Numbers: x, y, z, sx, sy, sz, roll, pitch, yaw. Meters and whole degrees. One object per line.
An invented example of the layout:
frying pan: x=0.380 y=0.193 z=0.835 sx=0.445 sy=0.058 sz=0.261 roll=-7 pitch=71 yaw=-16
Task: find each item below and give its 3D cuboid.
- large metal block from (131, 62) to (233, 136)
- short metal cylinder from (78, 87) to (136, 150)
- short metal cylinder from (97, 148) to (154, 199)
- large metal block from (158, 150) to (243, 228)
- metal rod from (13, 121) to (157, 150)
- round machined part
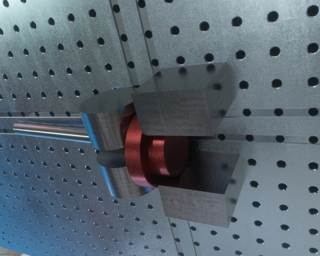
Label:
large metal block: x=0.028 y=-0.033 z=0.342 sx=0.080 sy=0.080 sz=0.050 roll=0 pitch=118 yaw=28
short metal cylinder: x=-0.057 y=-0.014 z=0.397 sx=0.080 sy=0.080 sz=0.050 roll=1 pitch=119 yaw=28
short metal cylinder: x=-0.041 y=0.052 z=0.429 sx=0.080 sy=0.080 sz=0.050 roll=2 pitch=120 yaw=27
large metal block: x=0.055 y=0.072 z=0.392 sx=0.080 sy=0.080 sz=0.050 roll=3 pitch=120 yaw=27
metal rod: x=-0.115 y=0.010 z=0.463 sx=0.300 sy=0.025 sz=0.025 roll=4 pitch=121 yaw=30
round machined part: x=0.002 y=0.024 z=0.377 sx=0.042 sy=0.098 sz=0.097 roll=1 pitch=119 yaw=28
